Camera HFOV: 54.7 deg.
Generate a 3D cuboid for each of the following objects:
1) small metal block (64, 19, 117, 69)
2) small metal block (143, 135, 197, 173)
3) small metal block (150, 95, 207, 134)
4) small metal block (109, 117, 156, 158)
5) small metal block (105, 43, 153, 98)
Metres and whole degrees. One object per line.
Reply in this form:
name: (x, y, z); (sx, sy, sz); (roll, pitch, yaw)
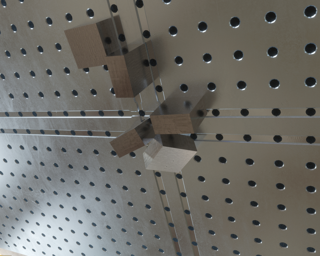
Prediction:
small metal block: (-0.085, -0.105, 0.389); (0.050, 0.025, 0.050); (-2, 118, 28)
small metal block: (0.012, 0.032, 0.407); (0.050, 0.025, 0.050); (11, 135, -27)
small metal block: (0.023, -0.016, 0.372); (0.050, 0.050, 0.025); (-2, 118, 28)
small metal block: (-0.031, 0.011, 0.415); (0.050, 0.050, 0.025); (-27, 97, 37)
small metal block: (-0.035, -0.069, 0.370); (0.025, 0.050, 0.050); (2, 120, 27)
